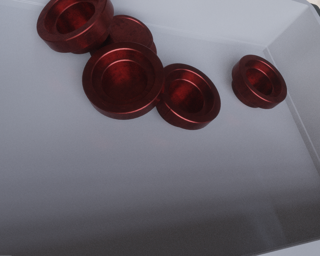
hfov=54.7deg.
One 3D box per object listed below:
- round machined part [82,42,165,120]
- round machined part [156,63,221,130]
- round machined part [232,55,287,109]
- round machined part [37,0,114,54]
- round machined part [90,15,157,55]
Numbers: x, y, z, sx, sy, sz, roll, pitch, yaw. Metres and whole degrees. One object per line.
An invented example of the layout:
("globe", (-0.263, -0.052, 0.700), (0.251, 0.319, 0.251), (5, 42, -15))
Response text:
("round machined part", (-0.043, -0.055, 0.388), (0.099, 0.042, 0.098), (0, 70, 1))
("round machined part", (0.033, -0.039, 0.436), (0.099, 0.042, 0.098), (14, 56, -21))
("round machined part", (0.162, -0.073, 0.526), (0.099, 0.042, 0.098), (14, 56, -21))
("round machined part", (-0.104, -0.135, 0.399), (0.098, 0.042, 0.098), (-9, 60, 16))
("round machined part", (-0.049, -0.122, 0.443), (0.099, 0.042, 0.098), (14, 56, -21))
